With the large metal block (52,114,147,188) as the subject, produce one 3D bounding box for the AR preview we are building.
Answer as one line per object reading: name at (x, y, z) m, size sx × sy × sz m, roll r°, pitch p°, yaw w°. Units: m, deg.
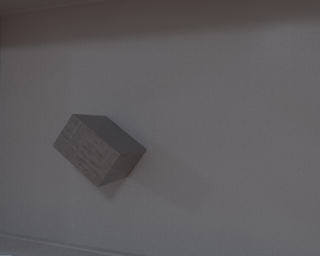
large metal block at (-0.076, 0.026, 0.409) m, size 0.080 × 0.080 × 0.050 m, roll 38°, pitch 102°, yaw 16°
